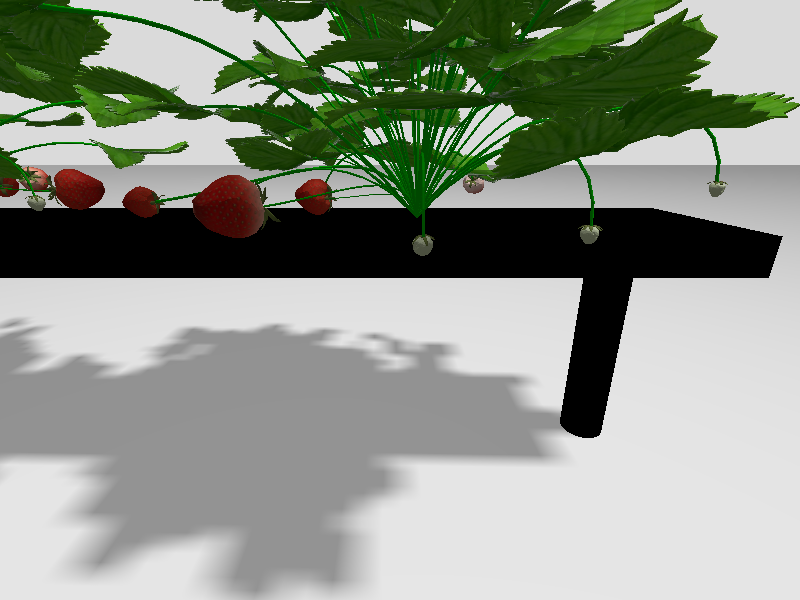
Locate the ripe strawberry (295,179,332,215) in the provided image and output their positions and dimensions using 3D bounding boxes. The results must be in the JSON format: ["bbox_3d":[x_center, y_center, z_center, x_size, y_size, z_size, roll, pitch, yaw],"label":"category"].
[{"bbox_3d":[-0.080,-0.094,0.365,0.033,0.032,0.031,5,21,14],"label":"ripe strawberry"}]

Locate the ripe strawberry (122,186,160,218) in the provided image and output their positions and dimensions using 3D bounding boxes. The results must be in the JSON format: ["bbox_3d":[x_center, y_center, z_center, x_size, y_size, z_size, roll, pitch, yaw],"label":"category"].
[{"bbox_3d":[-0.224,-0.084,0.346,0.027,0.026,0.025,0,20,1],"label":"ripe strawberry"}]

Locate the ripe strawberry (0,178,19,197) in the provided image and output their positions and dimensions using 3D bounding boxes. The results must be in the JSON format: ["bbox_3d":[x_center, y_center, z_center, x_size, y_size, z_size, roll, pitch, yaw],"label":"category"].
[{"bbox_3d":[-0.491,-0.144,0.500,0.026,0.030,0.028,-7,21,-17],"label":"ripe strawberry"}]

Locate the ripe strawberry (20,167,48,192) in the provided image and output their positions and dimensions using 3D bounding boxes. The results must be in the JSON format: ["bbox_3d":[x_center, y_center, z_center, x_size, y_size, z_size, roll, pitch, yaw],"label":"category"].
[{"bbox_3d":[-0.518,-0.170,0.570,0.033,0.035,0.036,-7,2,-18],"label":"ripe strawberry"}]

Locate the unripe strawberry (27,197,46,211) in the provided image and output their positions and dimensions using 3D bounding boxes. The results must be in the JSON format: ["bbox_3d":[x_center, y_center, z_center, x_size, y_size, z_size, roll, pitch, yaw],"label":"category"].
[{"bbox_3d":[-0.292,-0.077,0.323,0.011,0.011,0.011,3,20,8],"label":"unripe strawberry"}]

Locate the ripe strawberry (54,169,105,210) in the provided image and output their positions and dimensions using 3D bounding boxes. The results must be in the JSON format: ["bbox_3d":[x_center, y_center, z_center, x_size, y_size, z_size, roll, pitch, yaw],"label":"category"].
[{"bbox_3d":[-0.323,-0.112,0.405,0.040,0.040,0.037,-11,23,-30],"label":"ripe strawberry"}]

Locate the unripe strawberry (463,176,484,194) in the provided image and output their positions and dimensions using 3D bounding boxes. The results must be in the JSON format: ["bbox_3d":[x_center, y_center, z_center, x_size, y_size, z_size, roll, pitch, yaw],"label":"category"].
[{"bbox_3d":[0.096,-0.149,0.521,0.028,0.025,0.026,8,-15,22],"label":"unripe strawberry"}]

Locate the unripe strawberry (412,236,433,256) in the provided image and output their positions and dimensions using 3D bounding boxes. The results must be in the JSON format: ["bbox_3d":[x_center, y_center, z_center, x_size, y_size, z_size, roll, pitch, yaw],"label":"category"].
[{"bbox_3d":[0.012,-0.028,0.206,0.011,0.010,0.010,0,20,1],"label":"unripe strawberry"}]

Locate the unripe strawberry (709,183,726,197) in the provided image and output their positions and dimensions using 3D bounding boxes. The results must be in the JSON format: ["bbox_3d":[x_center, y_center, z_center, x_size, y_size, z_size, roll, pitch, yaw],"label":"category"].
[{"bbox_3d":[0.226,-0.079,0.286,0.010,0.010,0.011,5,21,14],"label":"unripe strawberry"}]

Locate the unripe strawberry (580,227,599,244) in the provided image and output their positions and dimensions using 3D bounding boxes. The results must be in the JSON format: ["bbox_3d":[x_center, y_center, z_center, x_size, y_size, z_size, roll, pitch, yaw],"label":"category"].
[{"bbox_3d":[0.099,-0.034,0.211,0.009,0.010,0.010,-12,23,-29],"label":"unripe strawberry"}]

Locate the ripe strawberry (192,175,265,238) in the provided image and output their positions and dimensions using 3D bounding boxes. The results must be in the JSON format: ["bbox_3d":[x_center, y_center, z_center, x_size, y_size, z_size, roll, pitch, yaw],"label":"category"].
[{"bbox_3d":[-0.112,-0.060,0.261,0.042,0.041,0.039,-13,24,-31],"label":"ripe strawberry"}]
